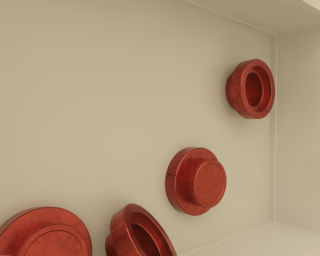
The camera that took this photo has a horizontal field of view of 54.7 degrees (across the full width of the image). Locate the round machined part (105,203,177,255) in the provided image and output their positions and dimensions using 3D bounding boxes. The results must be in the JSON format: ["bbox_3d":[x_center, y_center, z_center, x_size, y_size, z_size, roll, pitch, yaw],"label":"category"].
[{"bbox_3d":[-0.024,0.139,0.352,0.042,0.098,0.098,-39,121,9],"label":"round machined part"}]

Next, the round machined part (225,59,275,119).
[{"bbox_3d":[0.148,-0.063,0.519,0.099,0.042,0.097,0,90,-40],"label":"round machined part"}]

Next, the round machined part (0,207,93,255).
[{"bbox_3d":[-0.108,0.125,0.294,0.099,0.042,0.098,11,73,-38],"label":"round machined part"}]

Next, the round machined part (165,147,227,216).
[{"bbox_3d":[0.058,0.077,0.444,0.099,0.042,0.097,0,90,-40],"label":"round machined part"}]
